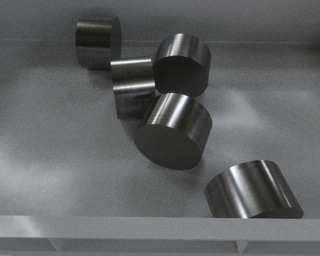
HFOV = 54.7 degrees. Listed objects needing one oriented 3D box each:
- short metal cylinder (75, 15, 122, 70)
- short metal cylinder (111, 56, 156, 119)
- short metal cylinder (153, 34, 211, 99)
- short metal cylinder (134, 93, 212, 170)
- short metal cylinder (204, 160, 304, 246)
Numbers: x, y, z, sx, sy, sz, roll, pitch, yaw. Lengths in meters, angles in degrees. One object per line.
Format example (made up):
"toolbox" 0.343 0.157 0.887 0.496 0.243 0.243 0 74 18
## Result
"short metal cylinder" -0.092 -0.132 0.479 0.050 0.080 0.080 4 50 4
"short metal cylinder" -0.035 -0.054 0.414 0.050 0.080 0.080 -7 50 -5
"short metal cylinder" 0.031 -0.086 0.441 0.080 0.080 0.050 8 51 7
"short metal cylinder" 0.016 0.006 0.365 0.080 0.080 0.050 16 52 13
"short metal cylinder" 0.090 0.075 0.306 0.081 0.080 0.050 -10 51 -8
